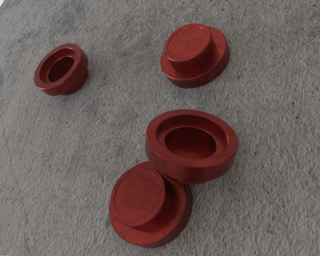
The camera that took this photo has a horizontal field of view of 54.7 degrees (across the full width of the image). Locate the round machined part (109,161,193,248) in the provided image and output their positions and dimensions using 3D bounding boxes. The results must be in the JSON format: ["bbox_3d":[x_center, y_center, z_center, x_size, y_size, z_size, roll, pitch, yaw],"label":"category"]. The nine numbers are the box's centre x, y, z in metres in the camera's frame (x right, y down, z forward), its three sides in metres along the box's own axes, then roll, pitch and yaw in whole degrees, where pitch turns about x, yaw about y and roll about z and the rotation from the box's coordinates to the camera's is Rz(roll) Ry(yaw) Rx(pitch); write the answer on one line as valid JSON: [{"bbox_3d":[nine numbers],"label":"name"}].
[{"bbox_3d":[-0.016,0.082,0.352,0.098,0.042,0.098,-13,56,21],"label":"round machined part"}]

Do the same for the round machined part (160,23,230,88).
[{"bbox_3d":[0.045,-0.108,0.436,0.098,0.042,0.098,-13,56,21],"label":"round machined part"}]

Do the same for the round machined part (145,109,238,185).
[{"bbox_3d":[0.033,0.024,0.342,0.099,0.042,0.098,3,37,-2],"label":"round machined part"}]

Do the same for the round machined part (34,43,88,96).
[{"bbox_3d":[-0.165,-0.096,0.539,0.098,0.042,0.098,-13,56,21],"label":"round machined part"}]
